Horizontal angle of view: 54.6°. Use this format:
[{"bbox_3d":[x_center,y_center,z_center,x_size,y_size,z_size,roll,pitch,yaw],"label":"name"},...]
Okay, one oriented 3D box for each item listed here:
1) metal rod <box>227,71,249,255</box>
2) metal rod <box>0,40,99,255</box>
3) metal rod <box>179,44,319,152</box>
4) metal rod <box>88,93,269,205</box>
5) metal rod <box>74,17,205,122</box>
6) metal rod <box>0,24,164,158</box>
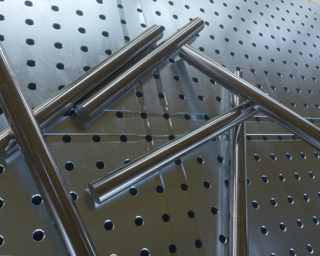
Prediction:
[{"bbox_3d":[0.112,0.033,0.447,0.025,0.025,0.300,21,54,-16],"label":"metal rod"},{"bbox_3d":[-0.121,0.022,0.301,0.025,0.025,0.299,-22,82,-36],"label":"metal rod"},{"bbox_3d":[0.140,-0.039,0.436,0.025,0.025,0.300,-26,55,-37],"label":"metal rod"},{"bbox_3d":[0.047,0.013,0.405,0.302,0.025,0.025,-26,76,-31],"label":"metal rod"},{"bbox_3d":[-0.012,-0.102,0.463,0.025,0.025,0.301,43,51,1],"label":"metal rod"},{"bbox_3d":[-0.083,-0.067,0.403,0.025,0.025,0.301,42,51,0],"label":"metal rod"}]
